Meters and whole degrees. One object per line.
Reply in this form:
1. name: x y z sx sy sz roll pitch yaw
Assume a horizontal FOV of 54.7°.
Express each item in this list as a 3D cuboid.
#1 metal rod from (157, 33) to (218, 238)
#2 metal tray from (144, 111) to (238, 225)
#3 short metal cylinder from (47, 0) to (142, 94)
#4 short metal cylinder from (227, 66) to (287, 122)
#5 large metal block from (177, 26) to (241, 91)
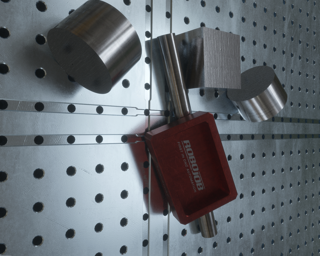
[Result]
1. metal rod: 0.041 0.018 0.443 0.025 0.025 0.298 -22 104 -38
2. metal tray: 0.044 0.052 0.418 0.091 0.030 0.129 -23 103 -15
3. short metal cylinder: -0.066 -0.081 0.318 0.050 0.080 0.080 -53 121 -27
4. short metal cylinder: 0.158 -0.056 0.505 0.050 0.080 0.080 48 62 -30
5. large metal block: 0.073 -0.096 0.453 0.081 0.050 0.079 -3 92 -40
